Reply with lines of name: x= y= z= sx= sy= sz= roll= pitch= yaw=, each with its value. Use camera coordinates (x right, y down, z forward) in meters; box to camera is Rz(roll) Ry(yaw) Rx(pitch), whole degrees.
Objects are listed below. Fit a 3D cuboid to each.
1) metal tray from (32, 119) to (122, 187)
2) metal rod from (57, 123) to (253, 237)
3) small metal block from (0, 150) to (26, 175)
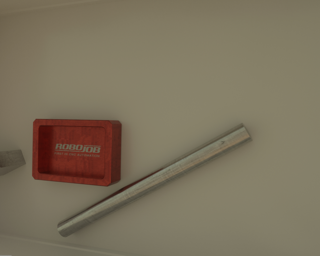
metal tray: x=-0.122 y=0.033 z=0.449 sx=0.130 sy=0.030 sz=0.089 roll=1 pitch=91 yaw=19
metal rod: x=-0.019 y=0.077 z=0.416 sx=0.300 sy=0.025 sz=0.025 roll=-30 pitch=80 yaw=17
small metal block: x=-0.250 y=0.057 z=0.483 sx=0.050 sy=0.050 sz=0.025 roll=-26 pitch=82 yaw=18
